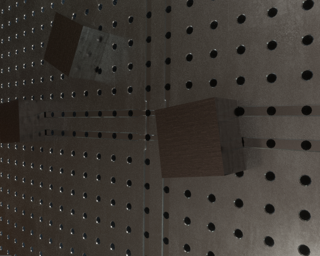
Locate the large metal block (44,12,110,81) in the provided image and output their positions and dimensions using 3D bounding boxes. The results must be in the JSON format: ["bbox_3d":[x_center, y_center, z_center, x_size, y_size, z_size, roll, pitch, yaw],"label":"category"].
[{"bbox_3d":[-0.137,-0.132,0.503,0.080,0.050,0.079,34,111,34],"label":"large metal block"}]

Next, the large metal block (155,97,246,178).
[{"bbox_3d":[0.045,0.013,0.355,0.080,0.050,0.080,-10,84,39],"label":"large metal block"}]

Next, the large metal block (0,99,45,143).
[{"bbox_3d":[-0.275,-0.011,0.616,0.080,0.050,0.080,-5,87,39],"label":"large metal block"}]
